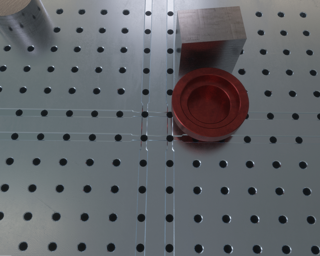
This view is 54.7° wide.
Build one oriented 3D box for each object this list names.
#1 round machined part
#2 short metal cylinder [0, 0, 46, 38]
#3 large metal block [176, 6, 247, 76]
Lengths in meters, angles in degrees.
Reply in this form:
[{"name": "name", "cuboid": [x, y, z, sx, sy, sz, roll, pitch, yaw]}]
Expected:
[{"name": "round machined part", "cuboid": [0.064, -0.028, 0.413, 0.099, 0.042, 0.098, 0, 70, 0]}, {"name": "short metal cylinder", "cuboid": [-0.220, -0.184, 0.464, 0.081, 0.050, 0.080, 0, 70, 0]}, {"name": "large metal block", "cuboid": [0.065, -0.117, 0.425, 0.081, 0.080, 0.050, -5, 70, -2]}]
